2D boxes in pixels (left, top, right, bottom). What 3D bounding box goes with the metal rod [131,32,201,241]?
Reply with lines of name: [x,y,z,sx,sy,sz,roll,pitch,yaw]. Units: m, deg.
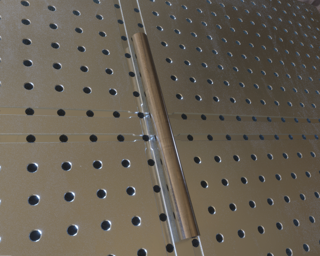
metal rod: [0.001,-0.006,0.414,0.025,0.025,0.299,0,62,-28]
